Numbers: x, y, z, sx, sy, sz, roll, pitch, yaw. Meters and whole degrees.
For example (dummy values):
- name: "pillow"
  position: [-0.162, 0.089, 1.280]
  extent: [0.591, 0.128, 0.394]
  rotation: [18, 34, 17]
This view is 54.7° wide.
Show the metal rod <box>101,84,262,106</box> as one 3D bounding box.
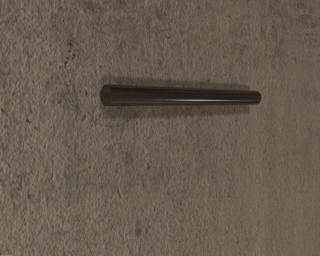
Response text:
- name: "metal rod"
  position: [0.054, -0.045, 0.451]
  extent: [0.302, 0.025, 0.025]
  rotation: [-4, 93, -40]
